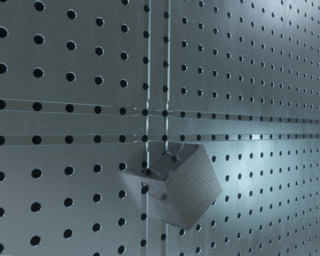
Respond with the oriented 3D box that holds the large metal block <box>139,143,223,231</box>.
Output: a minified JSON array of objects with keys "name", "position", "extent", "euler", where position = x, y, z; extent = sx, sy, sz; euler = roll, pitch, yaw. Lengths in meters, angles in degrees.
[{"name":"large metal block","position":[0.031,0.077,0.421],"extent":[0.080,0.050,0.080],"euler":[-38,114,-34]}]
